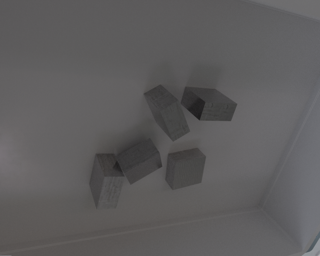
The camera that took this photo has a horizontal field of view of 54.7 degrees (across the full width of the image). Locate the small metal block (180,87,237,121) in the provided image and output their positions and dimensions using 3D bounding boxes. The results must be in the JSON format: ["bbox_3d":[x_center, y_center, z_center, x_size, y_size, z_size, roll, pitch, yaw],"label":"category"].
[{"bbox_3d":[0.063,-0.032,0.407,0.050,0.050,0.025,0,118,-29],"label":"small metal block"}]

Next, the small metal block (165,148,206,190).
[{"bbox_3d":[0.038,0.061,0.467,0.050,0.025,0.050,-9,123,-24],"label":"small metal block"}]

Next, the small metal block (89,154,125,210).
[{"bbox_3d":[-0.069,0.067,0.395,0.025,0.050,0.050,4,117,-27],"label":"small metal block"}]

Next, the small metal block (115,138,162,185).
[{"bbox_3d":[-0.026,0.045,0.409,0.050,0.025,0.050,-29,154,-10],"label":"small metal block"}]

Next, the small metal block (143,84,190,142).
[{"bbox_3d":[0.008,-0.019,0.385,0.025,0.050,0.050,-31,129,-9],"label":"small metal block"}]
